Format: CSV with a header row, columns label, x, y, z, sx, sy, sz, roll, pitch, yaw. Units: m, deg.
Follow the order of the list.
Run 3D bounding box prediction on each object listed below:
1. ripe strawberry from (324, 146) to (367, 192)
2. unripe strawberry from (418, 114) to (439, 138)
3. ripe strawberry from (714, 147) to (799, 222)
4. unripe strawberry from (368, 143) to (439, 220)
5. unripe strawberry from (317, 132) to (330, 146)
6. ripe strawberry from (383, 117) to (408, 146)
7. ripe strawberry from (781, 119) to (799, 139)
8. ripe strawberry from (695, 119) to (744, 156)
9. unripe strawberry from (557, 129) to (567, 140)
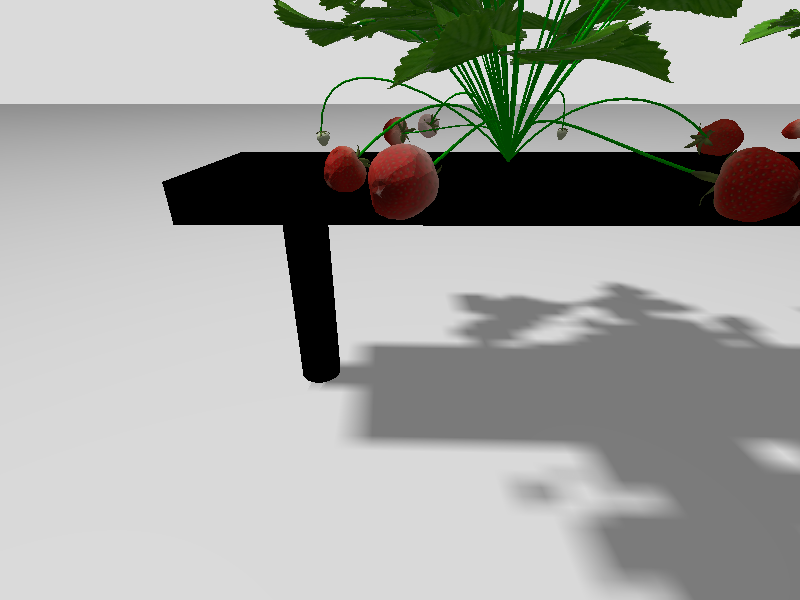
label,x,y,z,sx,sy,sz,roll,pitch,yaw
ripe strawberry,-0.032,-0.071,0.222,0.022,0.023,0.025,25,-26,39
unripe strawberry,0.035,-0.221,0.509,0.027,0.028,0.029,-7,16,-14
ripe strawberry,0.151,-0.048,0.169,0.027,0.031,0.030,-9,29,-17
unripe strawberry,0.000,-0.051,0.177,0.032,0.033,0.034,14,31,25
unripe strawberry,-0.069,-0.146,0.363,0.011,0.012,0.011,6,28,12
ripe strawberry,-0.005,-0.176,0.419,0.025,0.029,0.027,-23,35,-37
ripe strawberry,0.472,-0.204,0.480,0.019,0.022,0.021,-10,3,-19
ripe strawberry,0.281,-0.142,0.350,0.035,0.030,0.035,-3,28,-7
unripe strawberry,0.178,-0.182,0.441,0.010,0.011,0.011,18,32,30
